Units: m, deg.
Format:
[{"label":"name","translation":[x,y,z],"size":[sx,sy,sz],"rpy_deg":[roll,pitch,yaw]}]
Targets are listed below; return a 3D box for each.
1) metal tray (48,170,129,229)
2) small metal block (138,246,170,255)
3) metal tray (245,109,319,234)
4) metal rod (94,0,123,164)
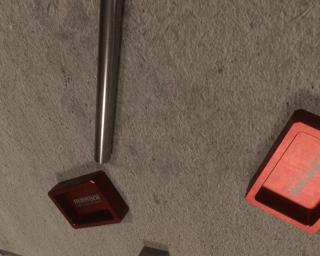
[{"label":"metal tray","translation":[-0.129,0.131,0.549],"size":[0.130,0.030,0.090],"rpy_deg":[-20,108,35]},{"label":"small metal block","translation":[-0.007,0.246,0.561],"size":[0.050,0.025,0.050],"rpy_deg":[2,119,27]},{"label":"metal tray","translation":[0.165,0.053,0.349],"size":[0.090,0.030,0.129],"rpy_deg":[26,128,11]},{"label":"metal rod","translation":[-0.067,-0.073,0.395],"size":[0.025,0.025,0.298],"rpy_deg":[21,126,15]}]
